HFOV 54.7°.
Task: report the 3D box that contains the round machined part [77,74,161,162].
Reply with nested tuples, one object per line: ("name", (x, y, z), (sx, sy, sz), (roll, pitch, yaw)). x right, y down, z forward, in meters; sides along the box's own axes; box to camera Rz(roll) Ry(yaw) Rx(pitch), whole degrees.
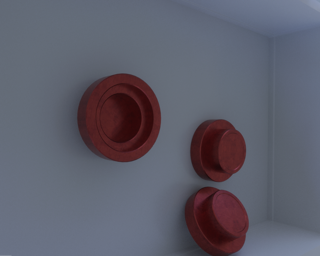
("round machined part", (-0.049, -0.011, 0.356), (0.099, 0.042, 0.097), (0, 90, -40))

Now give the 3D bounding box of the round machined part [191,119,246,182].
("round machined part", (0.096, 0.035, 0.479), (0.099, 0.042, 0.097), (0, 90, -40))

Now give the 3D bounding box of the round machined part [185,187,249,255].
("round machined part", (0.087, 0.128, 0.441), (0.099, 0.042, 0.098), (24, 42, -24))
